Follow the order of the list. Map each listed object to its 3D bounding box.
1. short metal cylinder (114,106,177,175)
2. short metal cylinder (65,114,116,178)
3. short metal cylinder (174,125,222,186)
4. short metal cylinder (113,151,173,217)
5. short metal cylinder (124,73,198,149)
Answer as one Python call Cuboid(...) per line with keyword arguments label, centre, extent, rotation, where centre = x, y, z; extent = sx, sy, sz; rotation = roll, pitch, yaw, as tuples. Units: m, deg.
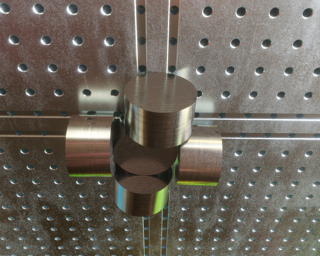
Cuboid(label="short metal cylinder", centre=(-0.019, 0.017, 0.410), extent=(0.081, 0.050, 0.079), rotation=(-1, 130, -1))
Cuboid(label="short metal cylinder", centre=(-0.084, 0.023, 0.394), extent=(0.050, 0.080, 0.079), rotation=(1, 130, -2))
Cuboid(label="short metal cylinder", centre=(0.047, 0.035, 0.406), extent=(0.050, 0.080, 0.079), rotation=(3, 130, -3))
Cuboid(label="short metal cylinder", centre=(-0.025, 0.077, 0.439), extent=(0.081, 0.080, 0.050), rotation=(5, 130, -4))
Cuboid(label="short metal cylinder", centre=(0.000, -0.022, 0.356), extent=(0.081, 0.080, 0.050), rotation=(2, 130, -2))
